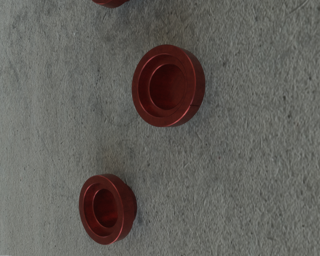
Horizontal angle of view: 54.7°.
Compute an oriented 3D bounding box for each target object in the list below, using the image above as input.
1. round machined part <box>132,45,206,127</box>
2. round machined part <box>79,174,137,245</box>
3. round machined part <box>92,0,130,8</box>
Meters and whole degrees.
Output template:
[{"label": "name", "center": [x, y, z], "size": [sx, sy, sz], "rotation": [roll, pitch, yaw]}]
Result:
[{"label": "round machined part", "center": [0.015, -0.050, 0.382], "size": [0.098, 0.042, 0.097], "rotation": [0, 90, 40]}, {"label": "round machined part", "center": [-0.072, 0.116, 0.454], "size": [0.098, 0.042, 0.097], "rotation": [0, 90, 40]}, {"label": "round machined part", "center": [-0.061, -0.222, 0.444], "size": [0.098, 0.042, 0.097], "rotation": [0, 90, 40]}]
